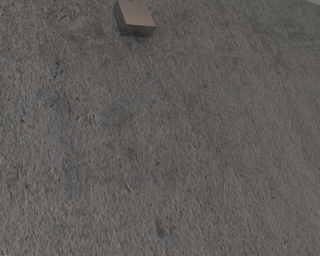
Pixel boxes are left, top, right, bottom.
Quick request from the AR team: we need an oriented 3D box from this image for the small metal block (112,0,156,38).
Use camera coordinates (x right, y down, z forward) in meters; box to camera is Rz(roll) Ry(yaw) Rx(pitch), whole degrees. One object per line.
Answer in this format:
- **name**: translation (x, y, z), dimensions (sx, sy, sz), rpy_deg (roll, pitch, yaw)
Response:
- **small metal block**: translation (-0.041, -0.171, 0.486), dimensions (0.050, 0.025, 0.050), rpy_deg (-7, 65, -31)
